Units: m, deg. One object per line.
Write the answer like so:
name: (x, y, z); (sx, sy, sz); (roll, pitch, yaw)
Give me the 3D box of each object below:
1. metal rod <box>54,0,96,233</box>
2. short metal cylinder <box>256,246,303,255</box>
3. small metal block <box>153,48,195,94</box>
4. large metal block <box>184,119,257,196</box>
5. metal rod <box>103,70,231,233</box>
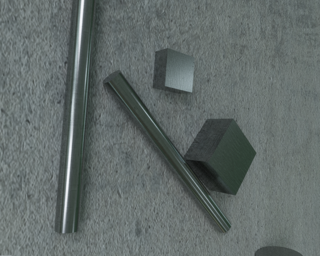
metal rod: (-0.088, -0.042, 0.331); (0.025, 0.025, 0.298); (6, 86, -40)
short metal cylinder: (0.214, 0.252, 0.553); (0.081, 0.080, 0.050); (-3, 92, -40)
small metal block: (0.019, -0.076, 0.423); (0.050, 0.025, 0.050); (7, 85, -40)
large metal block: (0.092, 0.042, 0.469); (0.080, 0.050, 0.080); (50, 61, -29)
metal rod: (0.023, 0.049, 0.426); (0.025, 0.025, 0.300); (-51, 120, -28)
